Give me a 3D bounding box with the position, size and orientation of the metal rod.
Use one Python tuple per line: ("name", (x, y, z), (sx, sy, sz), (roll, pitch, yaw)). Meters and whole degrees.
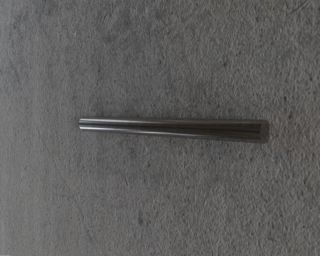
("metal rod", (-0.007, -0.002, 0.414), (0.300, 0.025, 0.025), (3, 92, 40))
